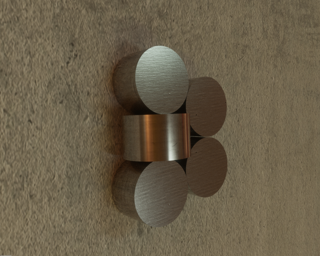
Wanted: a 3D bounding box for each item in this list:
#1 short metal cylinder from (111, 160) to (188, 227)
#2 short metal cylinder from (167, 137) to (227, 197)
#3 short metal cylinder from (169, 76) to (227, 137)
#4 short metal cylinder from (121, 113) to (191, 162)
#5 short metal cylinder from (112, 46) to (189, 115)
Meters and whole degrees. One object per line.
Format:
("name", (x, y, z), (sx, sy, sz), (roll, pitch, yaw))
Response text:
("short metal cylinder", (-0.012, 0.075, 0.380), (0.081, 0.050, 0.080), (-1, 91, -39))
("short metal cylinder", (0.048, 0.052, 0.429), (0.081, 0.050, 0.079), (-1, 91, -39))
("short metal cylinder", (0.047, -0.028, 0.428), (0.081, 0.050, 0.079), (-1, 91, -40))
("short metal cylinder", (-0.004, 0.009, 0.367), (0.081, 0.080, 0.050), (-4, 93, -40))
("short metal cylinder", (-0.011, -0.056, 0.380), (0.081, 0.050, 0.080), (-1, 91, -39))
